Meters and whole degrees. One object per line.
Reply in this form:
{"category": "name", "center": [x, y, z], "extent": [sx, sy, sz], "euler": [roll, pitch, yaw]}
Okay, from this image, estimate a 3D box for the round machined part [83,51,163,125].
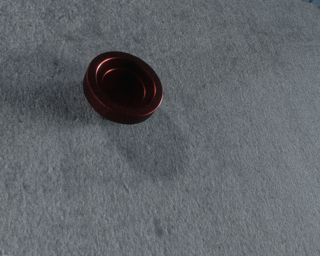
{"category": "round machined part", "center": [-0.049, -0.047, 0.396], "extent": [0.099, 0.042, 0.098], "euler": [14, 56, -21]}
